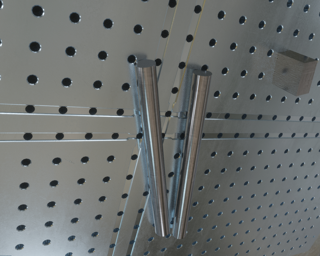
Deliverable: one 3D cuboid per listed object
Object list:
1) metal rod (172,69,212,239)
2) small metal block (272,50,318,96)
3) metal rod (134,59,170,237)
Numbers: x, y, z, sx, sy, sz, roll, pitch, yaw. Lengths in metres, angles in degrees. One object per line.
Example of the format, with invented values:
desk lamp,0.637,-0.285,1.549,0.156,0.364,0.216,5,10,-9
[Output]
metal rod,0.044,0.058,0.472,0.025,0.025,0.298,-10,123,-24
small metal block,0.196,-0.081,0.455,0.025,0.050,0.050,-14,125,-21
metal rod,-0.006,0.049,0.439,0.025,0.025,0.298,-18,126,-19
